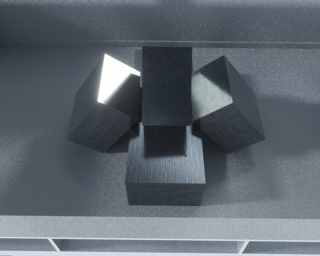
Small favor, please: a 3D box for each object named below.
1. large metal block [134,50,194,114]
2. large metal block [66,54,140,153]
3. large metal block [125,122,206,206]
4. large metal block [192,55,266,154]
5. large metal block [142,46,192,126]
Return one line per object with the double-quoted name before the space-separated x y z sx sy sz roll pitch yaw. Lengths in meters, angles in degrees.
"large metal block" 0.005 -0.067 0.440 0.081 0.050 0.080 -1 50 -1
"large metal block" -0.068 -0.028 0.381 0.050 0.080 0.080 24 44 -28
"large metal block" 0.006 0.040 0.353 0.080 0.050 0.080 1 50 0
"large metal block" 0.082 -0.028 0.382 0.050 0.080 0.080 -26 43 29
"large metal block" 0.006 -0.047 0.355 0.050 0.079 0.080 0 6 -1
